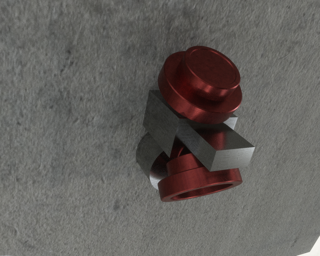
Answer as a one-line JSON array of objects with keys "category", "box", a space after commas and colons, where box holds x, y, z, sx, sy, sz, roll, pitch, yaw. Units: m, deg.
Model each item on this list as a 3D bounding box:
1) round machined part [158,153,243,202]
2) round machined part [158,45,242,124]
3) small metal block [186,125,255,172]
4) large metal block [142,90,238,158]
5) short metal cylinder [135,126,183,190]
[{"category": "round machined part", "box": [0.045, 0.057, 0.373, 0.099, 0.042, 0.098, -11, 161, -4]}, {"category": "round machined part", "box": [0.051, -0.055, 0.351, 0.099, 0.098, 0.042, -2, 145, -28]}, {"category": "small metal block", "box": [0.064, 0.020, 0.337, 0.050, 0.050, 0.025, -3, 119, -27]}, {"category": "large metal block", "box": [0.034, -0.008, 0.387, 0.081, 0.080, 0.050, -2, 120, -28]}, {"category": "short metal cylinder", "box": [0.013, 0.041, 0.427, 0.081, 0.050, 0.079, -14, 125, -21]}]
